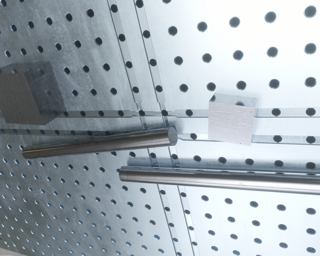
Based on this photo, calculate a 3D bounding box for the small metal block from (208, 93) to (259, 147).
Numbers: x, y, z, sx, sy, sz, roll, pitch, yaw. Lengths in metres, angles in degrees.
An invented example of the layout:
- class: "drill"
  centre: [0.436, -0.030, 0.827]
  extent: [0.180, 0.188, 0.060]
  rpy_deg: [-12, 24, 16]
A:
- class: "small metal block"
  centre: [0.084, -0.010, 0.360]
  extent: [0.050, 0.025, 0.050]
  rpy_deg: [10, 123, 22]

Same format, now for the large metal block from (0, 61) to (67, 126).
- class: "large metal block"
  centre: [-0.199, -0.052, 0.465]
  extent: [0.080, 0.050, 0.079]
  rpy_deg: [3, 120, 26]

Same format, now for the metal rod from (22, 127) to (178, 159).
- class: "metal rod"
  centre: [-0.111, 0.028, 0.484]
  extent: [0.300, 0.025, 0.025]
  rpy_deg: [-8, 115, 31]

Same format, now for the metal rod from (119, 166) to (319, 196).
- class: "metal rod"
  centre: [0.076, 0.068, 0.412]
  extent: [0.300, 0.025, 0.025]
  rpy_deg: [-2, 118, 28]
